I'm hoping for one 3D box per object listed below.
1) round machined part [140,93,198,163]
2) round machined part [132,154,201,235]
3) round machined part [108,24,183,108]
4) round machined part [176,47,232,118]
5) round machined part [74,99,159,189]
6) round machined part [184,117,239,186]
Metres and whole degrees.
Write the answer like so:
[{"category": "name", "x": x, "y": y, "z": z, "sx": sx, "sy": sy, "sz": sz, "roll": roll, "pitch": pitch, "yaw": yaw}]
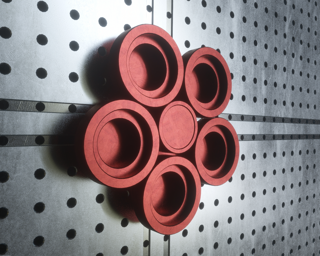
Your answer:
[{"category": "round machined part", "x": 0.011, "y": -0.001, "z": 0.406, "sx": 0.099, "sy": 0.042, "sz": 0.097, "roll": 0, "pitch": 90, "yaw": -40}, {"category": "round machined part", "x": 0.004, "y": 0.083, "z": 0.400, "sx": 0.099, "sy": 0.042, "sz": 0.097, "roll": 0, "pitch": 90, "yaw": -40}, {"category": "round machined part", "x": -0.021, "y": -0.073, "z": 0.379, "sx": 0.099, "sy": 0.042, "sz": 0.097, "roll": 0, "pitch": 90, "yaw": -40}, {"category": "round machined part", "x": 0.055, "y": -0.063, "z": 0.442, "sx": 0.099, "sy": 0.042, "sz": 0.097, "roll": 0, "pitch": 90, "yaw": -40}, {"category": "round machined part", "x": -0.052, "y": 0.017, "z": 0.353, "sx": 0.099, "sy": 0.042, "sz": 0.097, "roll": 0, "pitch": 90, "yaw": -40}, {"category": "round machined part", "x": 0.070, "y": 0.033, "z": 0.455, "sx": 0.099, "sy": 0.042, "sz": 0.097, "roll": 0, "pitch": 90, "yaw": -40}]
